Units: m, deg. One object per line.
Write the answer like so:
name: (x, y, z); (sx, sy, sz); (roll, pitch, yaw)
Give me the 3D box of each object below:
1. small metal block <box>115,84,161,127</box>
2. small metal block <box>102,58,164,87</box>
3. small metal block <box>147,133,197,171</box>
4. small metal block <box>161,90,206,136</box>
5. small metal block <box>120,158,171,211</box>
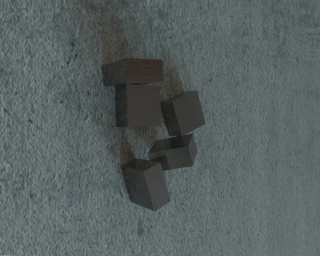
small metal block: (-0.026, -0.027, 0.382); (0.050, 0.025, 0.050); (-3, 92, -40)
small metal block: (-0.032, -0.064, 0.361); (0.050, 0.050, 0.025); (-8, 96, -40)
small metal block: (0.017, 0.031, 0.390); (0.050, 0.050, 0.025); (-54, 130, -70)
small metal block: (0.032, -0.021, 0.431); (0.050, 0.025, 0.050); (-26, 107, -37)
small metal block: (-0.018, 0.066, 0.372); (0.025, 0.050, 0.050); (-23, 105, -35)
